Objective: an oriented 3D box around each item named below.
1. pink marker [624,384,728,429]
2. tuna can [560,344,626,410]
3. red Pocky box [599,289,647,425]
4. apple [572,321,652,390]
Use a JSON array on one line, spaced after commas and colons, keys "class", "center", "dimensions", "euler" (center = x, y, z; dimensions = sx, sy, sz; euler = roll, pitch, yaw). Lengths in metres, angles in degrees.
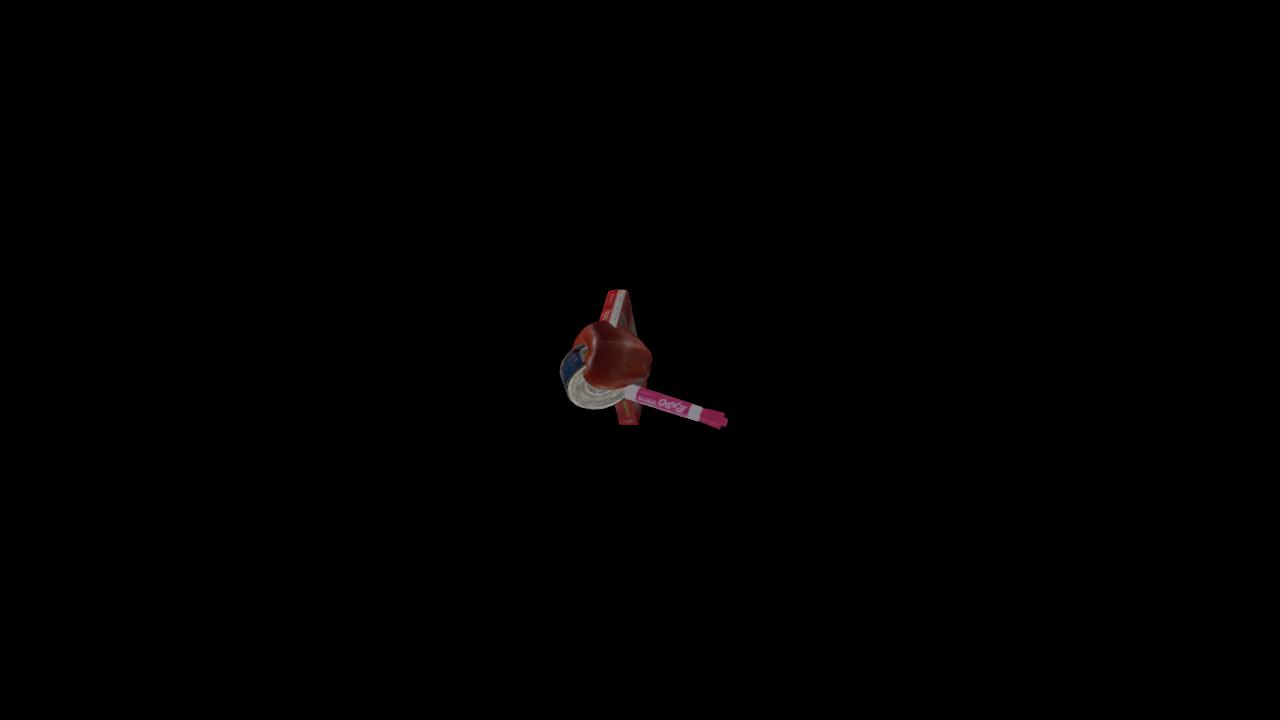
[{"class": "pink marker", "center": [0.039, 0.051, 0.683], "dimensions": [0.121, 0.020, 0.020], "euler": [16, 6, 23]}, {"class": "tuna can", "center": [-0.047, 0.018, 0.705], "dimensions": [0.084, 0.084, 0.034], "euler": [0, 41, -23]}, {"class": "red Pocky box", "center": [-0.020, 0.000, 0.758], "dimensions": [0.028, 0.155, 0.083], "euler": [-2, 39, 12]}, {"class": "apple", "center": [-0.034, -0.004, 0.701], "dimensions": [0.093, 0.079, 0.079], "euler": [13, -6, -29]}]
